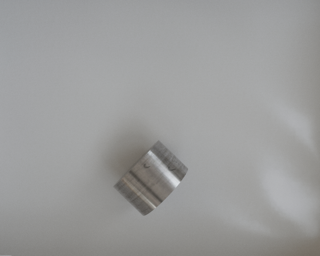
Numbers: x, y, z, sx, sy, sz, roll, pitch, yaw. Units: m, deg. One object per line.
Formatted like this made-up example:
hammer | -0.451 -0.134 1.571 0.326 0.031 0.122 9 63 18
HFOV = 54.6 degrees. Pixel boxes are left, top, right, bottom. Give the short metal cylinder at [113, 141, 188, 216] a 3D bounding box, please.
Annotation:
short metal cylinder | -0.011 0.061 0.384 0.050 0.080 0.080 45 90 0
